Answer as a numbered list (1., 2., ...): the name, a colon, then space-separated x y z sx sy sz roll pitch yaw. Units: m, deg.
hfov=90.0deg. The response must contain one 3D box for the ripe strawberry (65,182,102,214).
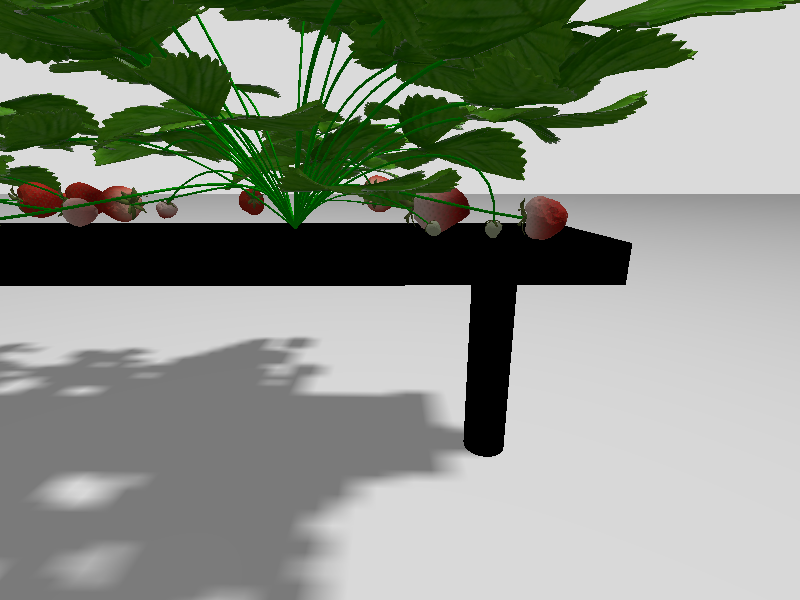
1. ripe strawberry: -0.369 -0.118 0.474 0.041 0.040 0.038 -12 20 -37

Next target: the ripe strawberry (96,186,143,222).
1. ripe strawberry: -0.276 -0.094 0.393 0.035 0.035 0.038 4 17 16

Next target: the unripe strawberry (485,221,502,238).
1. unripe strawberry: 0.064 -0.048 0.273 0.011 0.011 0.011 8 18 25

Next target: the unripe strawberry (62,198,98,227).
1. unripe strawberry: -0.293 -0.081 0.370 0.026 0.026 0.025 -1 16 -6

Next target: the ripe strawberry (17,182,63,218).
1. ripe strawberry: -0.426 -0.119 0.477 0.039 0.041 0.042 13 20 37

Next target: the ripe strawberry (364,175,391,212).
1. ripe strawberry: -0.028 -0.151 0.571 0.048 0.050 0.052 4 16 14

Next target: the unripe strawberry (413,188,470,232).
1. unripe strawberry: 0.034 -0.075 0.321 0.045 0.043 0.041 3 17 9

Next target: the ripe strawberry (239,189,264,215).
1. ripe strawberry: -0.187 -0.122 0.504 0.030 0.032 0.033 -9 0 -29

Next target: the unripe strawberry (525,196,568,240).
1. unripe strawberry: 0.097 -0.055 0.268 0.028 0.029 0.025 7 18 21

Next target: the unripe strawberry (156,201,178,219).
1. unripe strawberry: -0.253 -0.097 0.435 0.018 0.019 0.021 44 32 13

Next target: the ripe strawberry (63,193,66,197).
1. ripe strawberry: -0.453 -0.133 0.546 0.021 0.024 0.023 7 1 22

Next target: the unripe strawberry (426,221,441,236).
1. unripe strawberry: 0.026 -0.054 0.304 0.011 0.011 0.011 39 25 7
